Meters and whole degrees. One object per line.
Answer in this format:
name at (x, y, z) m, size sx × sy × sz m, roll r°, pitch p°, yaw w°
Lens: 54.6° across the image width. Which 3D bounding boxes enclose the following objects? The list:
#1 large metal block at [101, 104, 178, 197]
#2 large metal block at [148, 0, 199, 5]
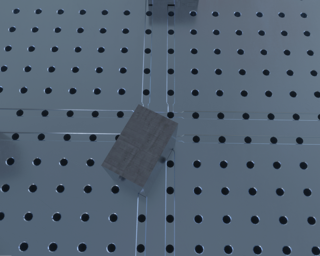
large metal block at (-0.021, 0.031, 0.371) m, size 0.050 × 0.080 × 0.080 m, roll 27°, pitch 72°, yaw 9°
large metal block at (0.021, -0.244, 0.488) m, size 0.080 × 0.050 × 0.080 m, roll 0°, pitch 70°, yaw 0°
